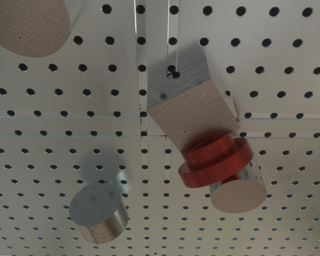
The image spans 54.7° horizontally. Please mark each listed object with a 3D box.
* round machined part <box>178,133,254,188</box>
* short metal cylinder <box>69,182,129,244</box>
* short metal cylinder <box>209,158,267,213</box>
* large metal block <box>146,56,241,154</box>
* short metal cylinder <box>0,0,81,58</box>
[{"bbox_3d":[0.067,0.035,0.403,0.098,0.098,0.042,-25,96,20],"label":"round machined part"},{"bbox_3d":[-0.095,0.133,0.488,0.080,0.080,0.050,-8,130,6],"label":"short metal cylinder"},{"bbox_3d":[0.114,0.085,0.468,0.081,0.050,0.079,0,130,0],"label":"short metal cylinder"},{"bbox_3d":[0.040,-0.025,0.374,0.080,0.050,0.080,-26,126,20],"label":"large metal block"},{"bbox_3d":[-0.122,-0.115,0.296,0.081,0.050,0.079,0,130,0],"label":"short metal cylinder"}]
